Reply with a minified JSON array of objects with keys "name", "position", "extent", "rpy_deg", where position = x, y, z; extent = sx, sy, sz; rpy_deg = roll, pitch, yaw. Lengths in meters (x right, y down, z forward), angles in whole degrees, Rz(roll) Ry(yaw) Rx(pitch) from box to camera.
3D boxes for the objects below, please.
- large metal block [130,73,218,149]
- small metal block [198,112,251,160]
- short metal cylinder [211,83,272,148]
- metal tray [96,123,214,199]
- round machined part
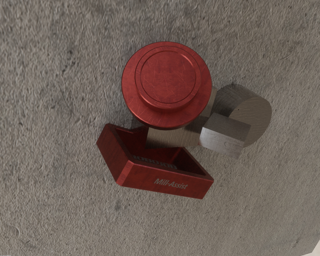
[{"name":"large metal block","position":[0.015,-0.023,0.388],"extent":[0.081,0.050,0.079],"rpy_deg":[-2,119,-28]},{"name":"small metal block","position":[0.080,0.008,0.382],"extent":[0.050,0.050,0.025],"rpy_deg":[-44,151,-56]},{"name":"short metal cylinder","position":[0.110,-0.018,0.443],"extent":[0.081,0.050,0.079],"rpy_deg":[-14,124,-21]},{"name":"metal tray","position":[-0.005,0.042,0.389],"extent":[0.131,0.090,0.030],"rpy_deg":[18,109,-35]},{"name":"round machined part","position":[0.007,-0.049,0.334],"extent":[0.098,0.098,0.042],"rpy_deg":[-32,173,-8]}]
